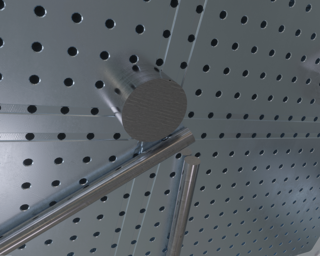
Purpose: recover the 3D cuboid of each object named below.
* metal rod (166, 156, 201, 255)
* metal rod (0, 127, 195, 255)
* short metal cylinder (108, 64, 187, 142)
[{"bbox_3d":[0.031,0.179,0.539,0.025,0.025,0.298,-7,122,-25],"label":"metal rod"},{"bbox_3d":[-0.085,0.084,0.416,0.301,0.025,0.025,-30,129,-9],"label":"metal rod"},{"bbox_3d":[-0.015,-0.030,0.368,0.081,0.050,0.079,-14,124,-21],"label":"short metal cylinder"}]
